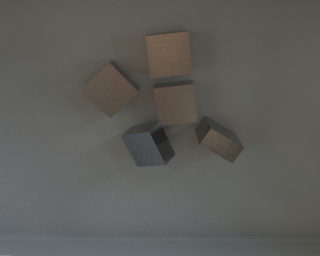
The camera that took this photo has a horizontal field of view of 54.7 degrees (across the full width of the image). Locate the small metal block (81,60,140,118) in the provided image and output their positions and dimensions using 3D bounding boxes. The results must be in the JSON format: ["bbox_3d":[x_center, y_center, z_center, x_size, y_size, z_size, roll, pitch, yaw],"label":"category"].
[{"bbox_3d":[-0.062,-0.049,0.392,0.050,0.025,0.050,-41,106,13],"label":"small metal block"}]

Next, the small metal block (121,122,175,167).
[{"bbox_3d":[-0.015,0.022,0.407,0.050,0.025,0.050,-9,115,40],"label":"small metal block"}]

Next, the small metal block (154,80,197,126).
[{"bbox_3d":[0.020,-0.032,0.400,0.050,0.025,0.050,-6,110,2],"label":"small metal block"}]

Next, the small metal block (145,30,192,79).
[{"bbox_3d":[0.011,-0.090,0.378,0.050,0.025,0.050,-6,110,2],"label":"small metal block"}]

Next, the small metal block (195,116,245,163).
[{"bbox_3d":[0.076,0.014,0.404,0.050,0.050,0.025,29,107,-11],"label":"small metal block"}]
